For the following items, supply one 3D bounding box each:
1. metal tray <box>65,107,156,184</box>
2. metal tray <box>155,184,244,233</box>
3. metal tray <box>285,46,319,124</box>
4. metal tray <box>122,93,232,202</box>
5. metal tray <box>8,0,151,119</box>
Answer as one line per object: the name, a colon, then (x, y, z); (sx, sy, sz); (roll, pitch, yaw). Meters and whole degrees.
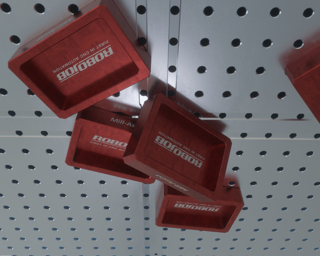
metal tray: (-0.056, 0.027, 0.430); (0.131, 0.030, 0.089); (16, 128, -13)
metal tray: (0.063, 0.134, 0.522); (0.131, 0.030, 0.089); (8, 130, -7)
metal tray: (0.225, -0.067, 0.353); (0.130, 0.030, 0.090); (-33, 123, 25)
metal tray: (0.028, 0.028, 0.390); (0.130, 0.090, 0.030); (31, 152, -24)
metal tray: (-0.087, -0.072, 0.345); (0.130, 0.030, 0.090); (-24, 126, 19)
